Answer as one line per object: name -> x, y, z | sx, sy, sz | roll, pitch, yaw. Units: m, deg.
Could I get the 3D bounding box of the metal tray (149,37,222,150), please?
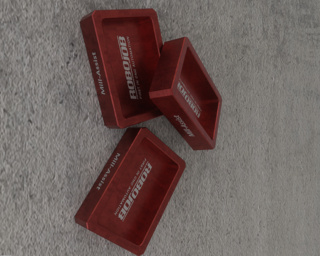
metal tray -> 0.040, -0.040, 0.401 | 0.130, 0.030, 0.090 | 48, 46, -44

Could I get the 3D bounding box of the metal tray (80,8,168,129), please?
metal tray -> -0.035, -0.072, 0.371 | 0.091, 0.030, 0.129 | -20, 103, -38

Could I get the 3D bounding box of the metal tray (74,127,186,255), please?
metal tray -> -0.030, 0.074, 0.376 | 0.090, 0.030, 0.130 | 43, 64, -32
